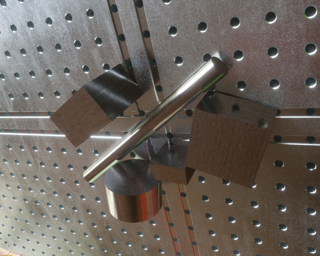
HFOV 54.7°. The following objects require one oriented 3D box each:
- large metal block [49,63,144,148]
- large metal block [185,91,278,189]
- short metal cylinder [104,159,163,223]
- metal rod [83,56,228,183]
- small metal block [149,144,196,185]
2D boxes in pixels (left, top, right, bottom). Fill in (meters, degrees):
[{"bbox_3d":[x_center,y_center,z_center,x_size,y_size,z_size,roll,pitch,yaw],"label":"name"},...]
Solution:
[{"bbox_3d":[-0.080,-0.029,0.399,0.080,0.080,0.050,-32,101,38],"label":"large metal block"},{"bbox_3d":[0.080,0.012,0.356,0.080,0.050,0.079,18,125,17],"label":"large metal block"},{"bbox_3d":[-0.037,0.089,0.448,0.080,0.080,0.050,11,123,22],"label":"short metal cylinder"},{"bbox_3d":[-0.026,0.006,0.427,0.025,0.025,0.299,47,129,-5],"label":"metal rod"},{"bbox_3d":[0.020,0.047,0.413,0.050,0.050,0.025,5,121,25],"label":"small metal block"}]
